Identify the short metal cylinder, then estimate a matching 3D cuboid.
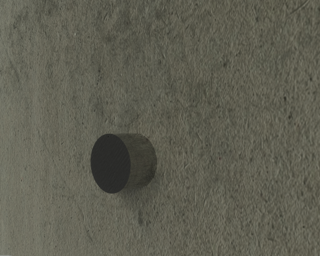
[{"bbox_3d":[-0.051,0.047,0.432,0.080,0.050,0.080,0,90,40],"label":"short metal cylinder"}]
